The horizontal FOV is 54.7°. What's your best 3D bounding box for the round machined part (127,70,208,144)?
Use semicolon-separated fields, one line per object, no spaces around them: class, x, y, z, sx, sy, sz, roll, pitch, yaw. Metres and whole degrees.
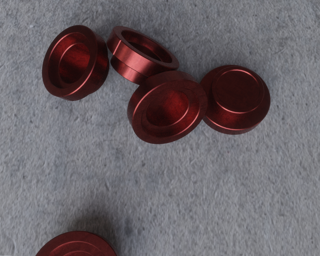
round machined part;0.006;-0.029;0.386;0.099;0.098;0.042;-22;47;-8

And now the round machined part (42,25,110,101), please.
round machined part;-0.107;-0.082;0.413;0.098;0.042;0.098;-8;74;29

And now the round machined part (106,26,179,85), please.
round machined part;-0.027;-0.091;0.413;0.098;0.099;0.042;40;117;13

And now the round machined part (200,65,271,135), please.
round machined part;0.100;-0.043;0.416;0.099;0.042;0.098;0;70;-1

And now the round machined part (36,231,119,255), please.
round machined part;-0.089;0.164;0.338;0.099;0.042;0.098;0;70;-1
